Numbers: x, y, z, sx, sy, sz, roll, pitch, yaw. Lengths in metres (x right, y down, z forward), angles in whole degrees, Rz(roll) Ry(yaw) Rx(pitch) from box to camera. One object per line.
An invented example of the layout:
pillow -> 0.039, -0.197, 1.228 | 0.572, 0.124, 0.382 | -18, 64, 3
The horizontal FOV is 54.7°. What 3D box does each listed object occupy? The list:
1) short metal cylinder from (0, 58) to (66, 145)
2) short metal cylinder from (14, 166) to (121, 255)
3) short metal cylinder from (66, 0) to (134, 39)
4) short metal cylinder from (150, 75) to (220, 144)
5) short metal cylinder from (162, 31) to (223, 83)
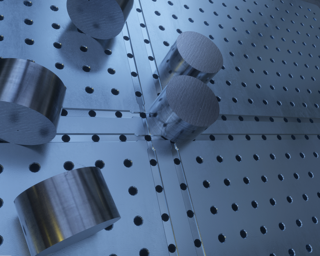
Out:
short metal cylinder -> -0.141, -0.024, 0.311 | 0.081, 0.080, 0.050 | 15, 56, -20
short metal cylinder -> -0.083, 0.076, 0.282 | 0.081, 0.080, 0.050 | -15, 70, -34
short metal cylinder -> -0.082, -0.173, 0.434 | 0.080, 0.080, 0.050 | 24, 53, -13
short metal cylinder -> 0.034, -0.025, 0.425 | 0.081, 0.050, 0.080 | 14, 56, -21
short metal cylinder -> 0.050, -0.103, 0.481 | 0.081, 0.050, 0.080 | 14, 56, -21
